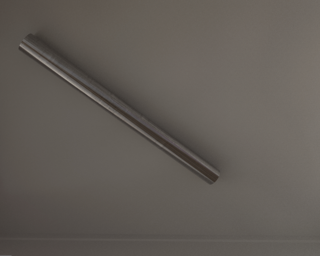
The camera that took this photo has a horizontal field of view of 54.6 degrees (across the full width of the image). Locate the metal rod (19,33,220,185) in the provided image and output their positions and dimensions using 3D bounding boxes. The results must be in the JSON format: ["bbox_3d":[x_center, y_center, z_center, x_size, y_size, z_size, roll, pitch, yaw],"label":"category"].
[{"bbox_3d":[-0.043,-0.017,0.404,0.301,0.025,0.025,36,106,-13],"label":"metal rod"}]
